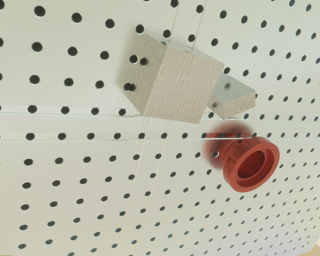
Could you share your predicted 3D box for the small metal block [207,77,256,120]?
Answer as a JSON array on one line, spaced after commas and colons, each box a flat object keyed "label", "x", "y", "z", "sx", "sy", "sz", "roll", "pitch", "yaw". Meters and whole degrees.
[{"label": "small metal block", "x": 0.093, "y": -0.041, "z": 0.420, "sx": 0.050, "sy": 0.050, "sz": 0.025, "roll": -22, "pitch": 127, "yaw": -15}]

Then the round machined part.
[{"label": "round machined part", "x": 0.145, "y": 0.056, "z": 0.514, "sx": 0.099, "sy": 0.042, "sz": 0.097, "roll": -14, "pitch": 124, "yaw": -21}]

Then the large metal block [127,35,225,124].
[{"label": "large metal block", "x": 0.017, "y": -0.056, "z": 0.370, "sx": 0.081, "sy": 0.050, "sz": 0.079, "roll": 8, "pitch": 115, "yaw": -32}]
